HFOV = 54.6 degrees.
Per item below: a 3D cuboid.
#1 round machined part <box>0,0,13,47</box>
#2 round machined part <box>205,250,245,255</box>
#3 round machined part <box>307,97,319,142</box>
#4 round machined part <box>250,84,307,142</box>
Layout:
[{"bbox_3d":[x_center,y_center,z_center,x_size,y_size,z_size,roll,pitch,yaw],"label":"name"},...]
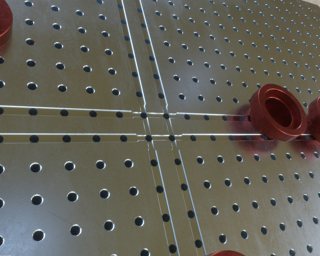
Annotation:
[{"bbox_3d":[-0.226,-0.138,0.360,0.099,0.042,0.098,13,56,-21],"label":"round machined part"},{"bbox_3d":[0.066,0.182,0.321,0.099,0.042,0.098,13,56,-21],"label":"round machined part"},{"bbox_3d":[0.309,-0.009,0.568,0.099,0.042,0.098,13,56,-21],"label":"round machined part"},{"bbox_3d":[0.188,-0.021,0.510,0.099,0.042,0.098,13,56,-21],"label":"round machined part"}]
